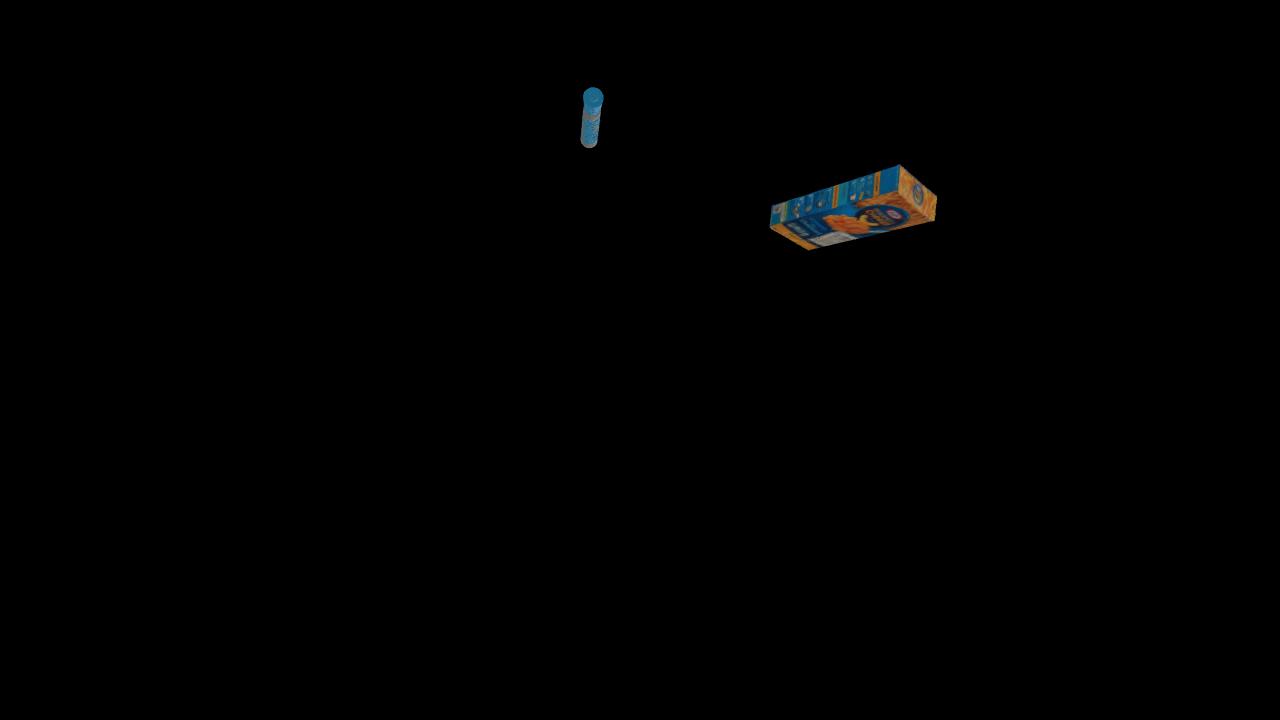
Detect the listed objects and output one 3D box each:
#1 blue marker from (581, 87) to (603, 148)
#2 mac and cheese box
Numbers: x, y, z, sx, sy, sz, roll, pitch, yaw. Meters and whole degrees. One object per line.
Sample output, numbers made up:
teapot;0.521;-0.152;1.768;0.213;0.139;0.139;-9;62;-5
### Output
blue marker;-0.049;-0.241;0.616;0.020;0.020;0.121;0;1;-7
mac and cheese box;0.270;-0.191;0.796;0.093;0.041;0.184;19;-15;-37
